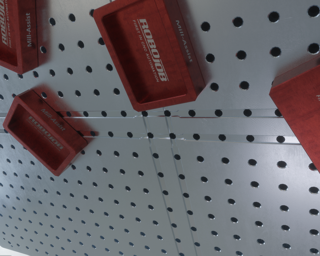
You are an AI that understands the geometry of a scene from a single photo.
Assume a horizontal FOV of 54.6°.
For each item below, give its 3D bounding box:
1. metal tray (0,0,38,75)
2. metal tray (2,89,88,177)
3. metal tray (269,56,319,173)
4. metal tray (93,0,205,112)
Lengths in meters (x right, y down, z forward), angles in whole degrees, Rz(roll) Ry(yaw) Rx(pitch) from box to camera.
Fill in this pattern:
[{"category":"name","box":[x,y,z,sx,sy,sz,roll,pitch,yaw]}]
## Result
[{"category":"metal tray","box":[-0.218,-0.150,0.431,0.090,0.030,0.129,24,127,13]},{"category":"metal tray","box":[-0.194,0.011,0.517,0.130,0.030,0.090,44,129,-3]},{"category":"metal tray","box":[0.182,-0.009,0.306,0.090,0.030,0.130,-28,103,37]},{"category":"metal tray","box":[-0.011,-0.088,0.359,0.090,0.030,0.129,-9,114,32]}]
